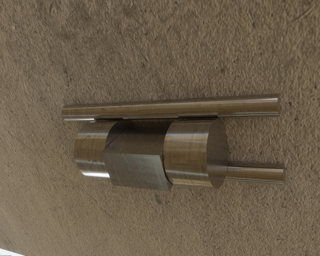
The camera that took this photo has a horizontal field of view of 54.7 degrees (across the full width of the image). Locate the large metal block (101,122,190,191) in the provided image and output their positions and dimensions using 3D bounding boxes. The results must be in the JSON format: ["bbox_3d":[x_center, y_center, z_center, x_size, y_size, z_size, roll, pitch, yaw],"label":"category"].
[{"bbox_3d":[-0.014,0.032,0.397,0.080,0.080,0.050,0,119,28],"label":"large metal block"}]

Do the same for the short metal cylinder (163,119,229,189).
[{"bbox_3d":[0.045,0.030,0.367,0.050,0.080,0.080,-1,118,29],"label":"short metal cylinder"}]

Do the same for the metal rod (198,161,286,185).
[{"bbox_3d":[0.014,0.055,0.435,0.300,0.025,0.025,0,118,28],"label":"metal rod"}]

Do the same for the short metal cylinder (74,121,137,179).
[{"bbox_3d":[-0.071,0.030,0.428,0.050,0.080,0.080,-1,118,29],"label":"short metal cylinder"}]

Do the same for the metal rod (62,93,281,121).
[{"bbox_3d":[-0.007,-0.023,0.398,0.300,0.025,0.025,0,118,28],"label":"metal rod"}]
